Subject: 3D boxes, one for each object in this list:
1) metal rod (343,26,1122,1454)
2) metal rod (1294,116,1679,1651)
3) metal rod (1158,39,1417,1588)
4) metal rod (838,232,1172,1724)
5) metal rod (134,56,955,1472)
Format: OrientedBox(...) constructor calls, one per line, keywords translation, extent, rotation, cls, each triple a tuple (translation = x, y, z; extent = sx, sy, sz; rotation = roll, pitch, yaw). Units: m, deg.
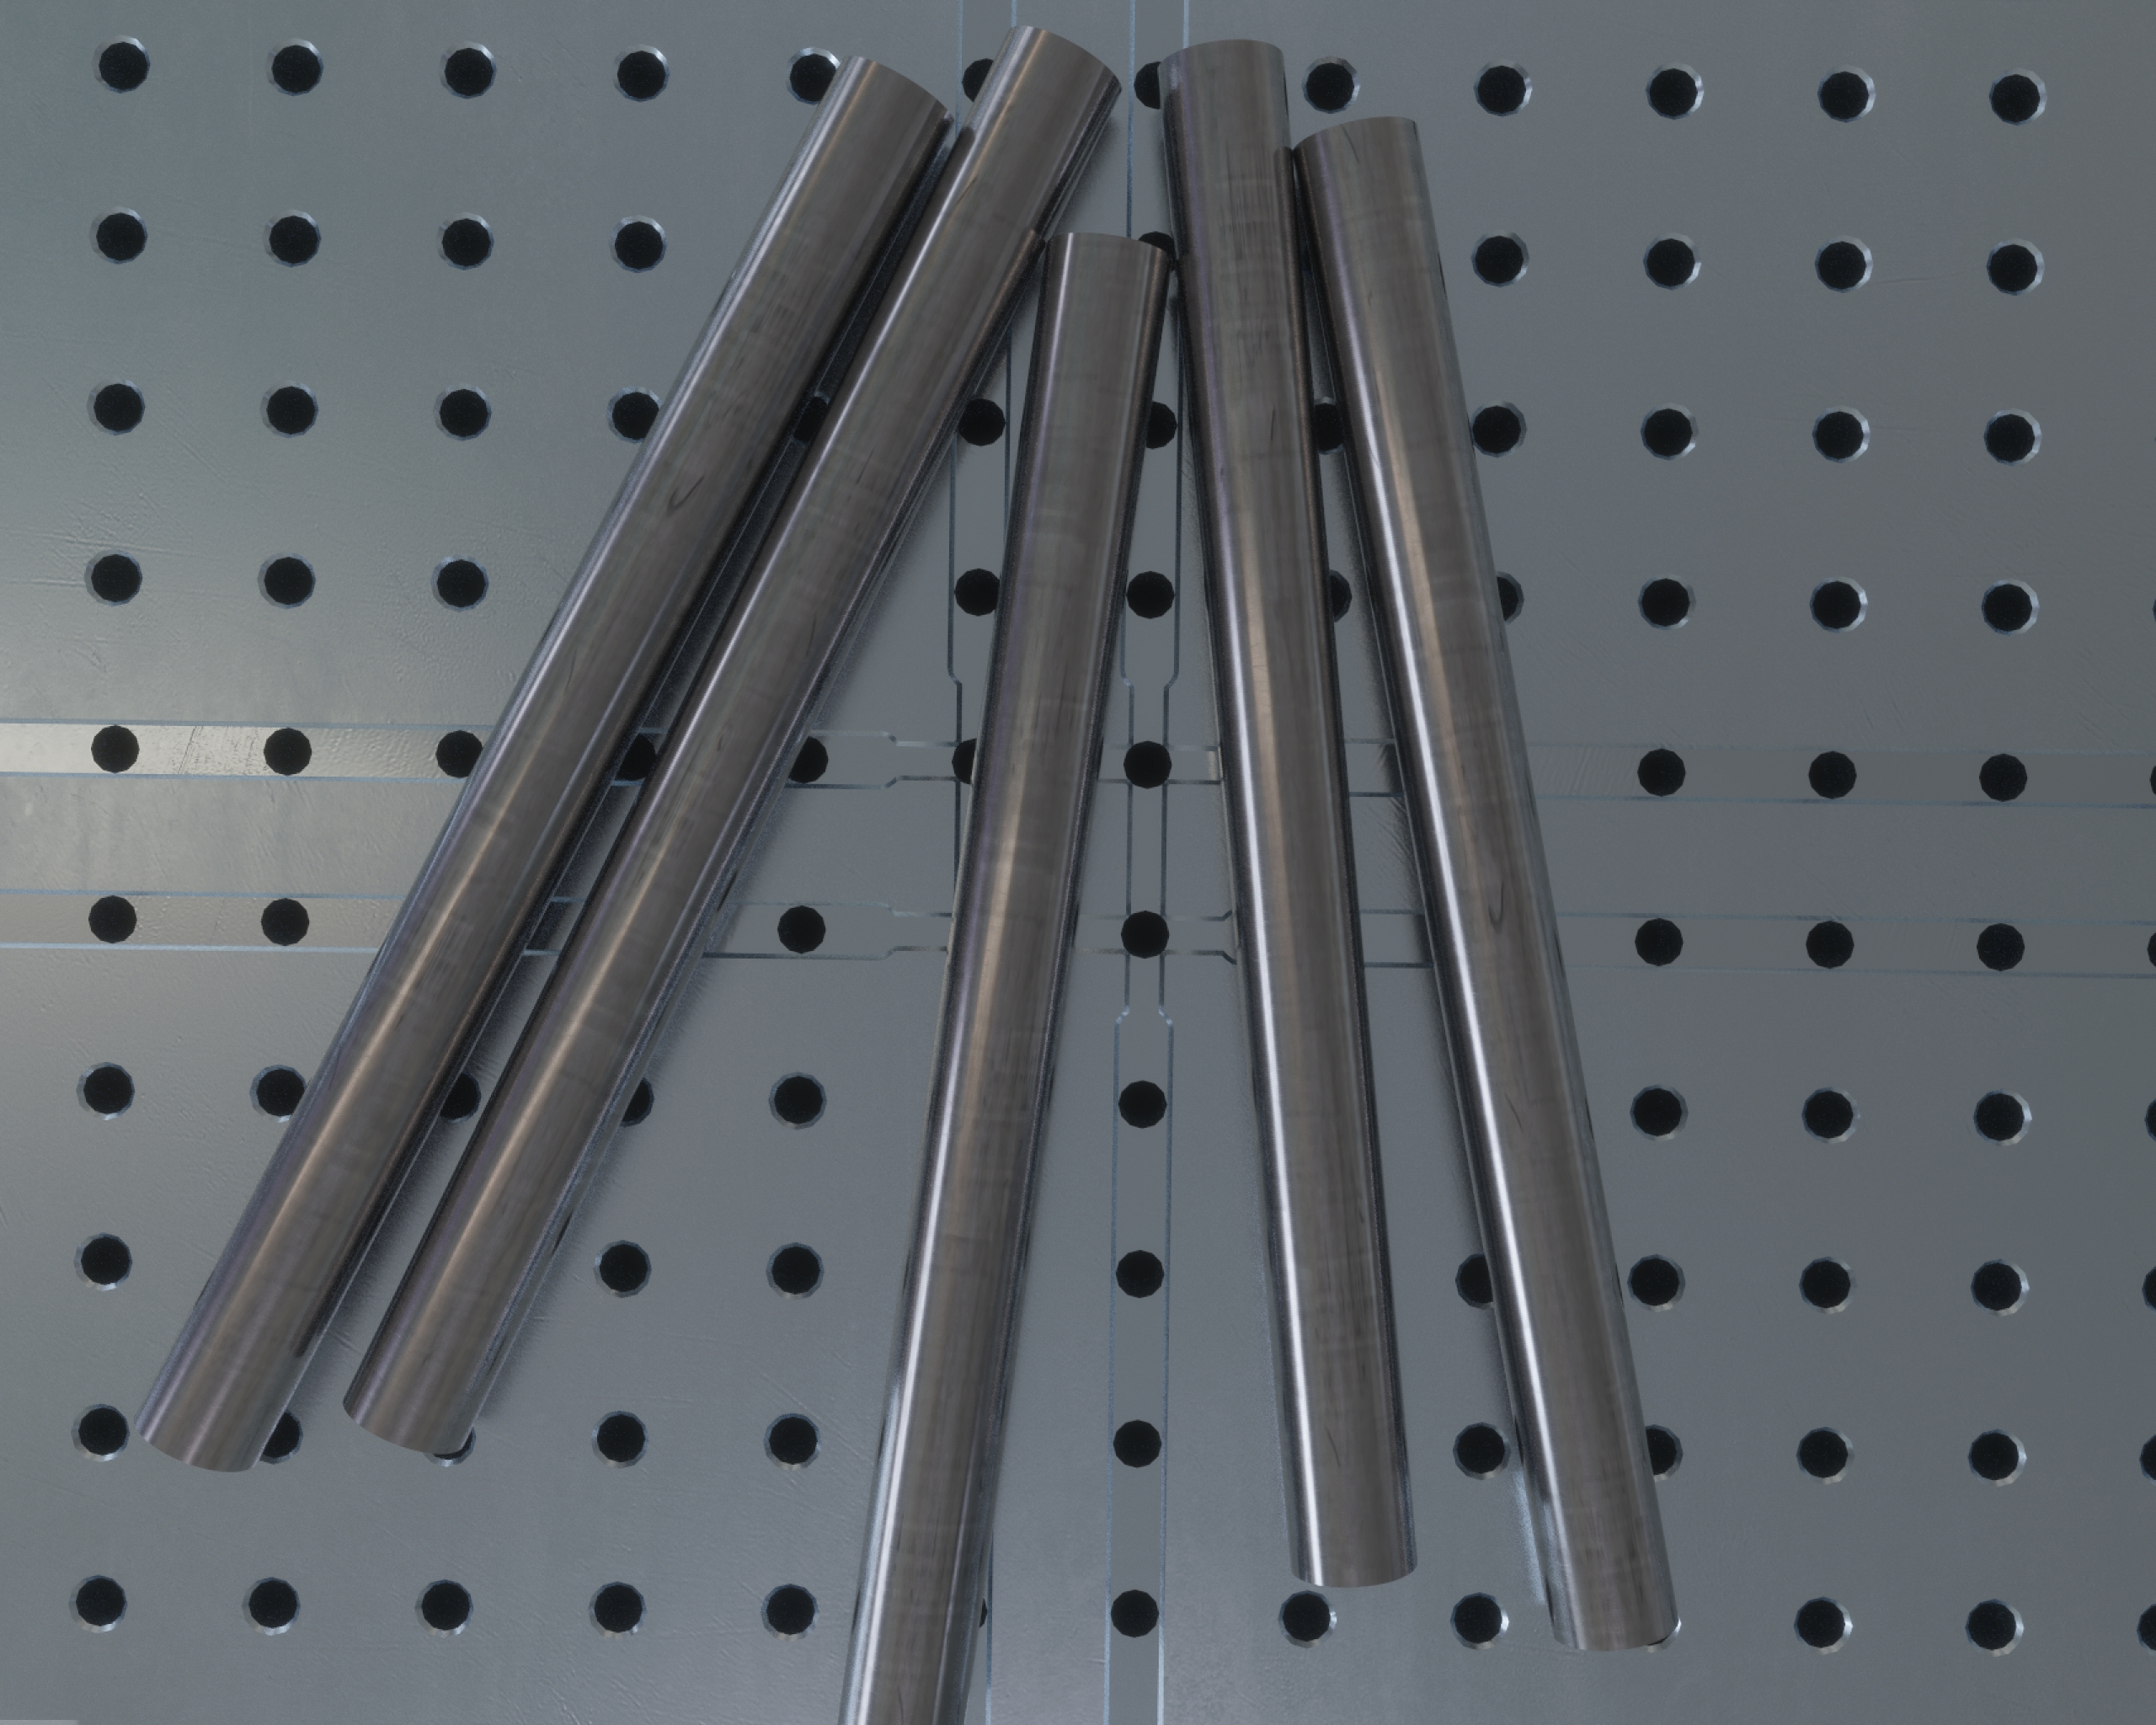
OrientedBox(translation=(-0.068, -0.024, 0.413), extent=(0.025, 0.025, 0.299), rotation=(26, 90, 0), cls="metal rod")
OrientedBox(translation=(0.081, 0.004, 0.414), extent=(0.025, 0.025, 0.299), rotation=(-10, 90, 0), cls="metal rod")
OrientedBox(translation=(0.042, -0.009, 0.414), extent=(0.025, 0.025, 0.298), rotation=(-5, 90, 0), cls="metal rod")
OrientedBox(translation=(-0.015, 0.027, 0.413), extent=(0.025, 0.025, 0.298), rotation=(8, 90, 0), cls="metal rod")
OrientedBox(translation=(-0.104, -0.019, 0.412), extent=(0.025, 0.025, 0.299), rotation=(28, 90, 0), cls="metal rod")
